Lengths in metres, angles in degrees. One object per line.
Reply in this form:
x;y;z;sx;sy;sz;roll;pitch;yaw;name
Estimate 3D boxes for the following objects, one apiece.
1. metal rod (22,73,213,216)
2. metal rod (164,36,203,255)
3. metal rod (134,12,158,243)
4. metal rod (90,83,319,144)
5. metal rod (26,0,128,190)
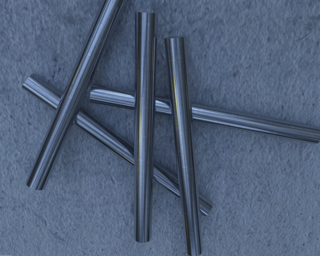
-0.047;0.030;0.420;0.301;0.025;0.025;37;106;-13;metal rod
0.033;0.038;0.396;0.025;0.025;0.298;-6;110;2;metal rod
-0.019;0.015;0.387;0.025;0.025;0.298;2;110;-1;metal rod
0.062;-0.017;0.404;0.302;0.025;0.025;10;110;-5;metal rod
-0.092;-0.060;0.365;0.025;0.025;0.298;25;100;-9;metal rod
